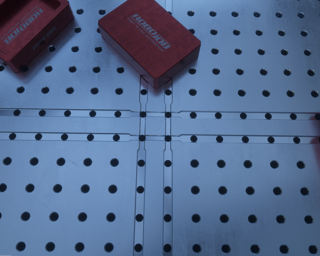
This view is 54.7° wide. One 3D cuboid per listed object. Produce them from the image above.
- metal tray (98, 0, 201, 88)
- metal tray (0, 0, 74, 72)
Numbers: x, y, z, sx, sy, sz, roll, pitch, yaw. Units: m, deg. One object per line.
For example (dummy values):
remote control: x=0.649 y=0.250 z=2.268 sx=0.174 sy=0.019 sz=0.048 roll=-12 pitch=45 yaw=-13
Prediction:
metal tray: x=-0.016 y=-0.132 z=0.457 sx=0.090 sy=0.030 sz=0.130 roll=-40 pitch=75 yaw=-14
metal tray: x=-0.207 y=-0.157 z=0.463 sx=0.090 sy=0.030 sz=0.130 roll=34 pitch=73 yaw=11
